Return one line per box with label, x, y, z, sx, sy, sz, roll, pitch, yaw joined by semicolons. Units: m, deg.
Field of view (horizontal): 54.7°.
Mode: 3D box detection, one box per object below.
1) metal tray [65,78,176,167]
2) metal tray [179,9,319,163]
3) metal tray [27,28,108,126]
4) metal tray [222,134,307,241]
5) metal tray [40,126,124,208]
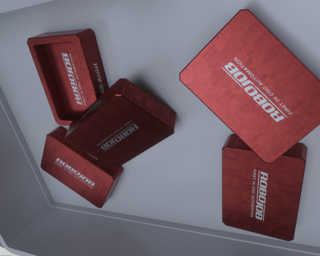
metal tray;-0.054;0.000;0.411;0.090;0.030;0.130;33;134;-27
metal tray;0.096;-0.040;0.310;0.130;0.030;0.090;44;108;-3
metal tray;-0.120;-0.065;0.428;0.090;0.030;0.129;4;120;26
metal tray;0.126;0.075;0.386;0.090;0.030;0.129;8;122;24
metal tray;-0.133;0.066;0.517;0.130;0.030;0.089;33;129;6
